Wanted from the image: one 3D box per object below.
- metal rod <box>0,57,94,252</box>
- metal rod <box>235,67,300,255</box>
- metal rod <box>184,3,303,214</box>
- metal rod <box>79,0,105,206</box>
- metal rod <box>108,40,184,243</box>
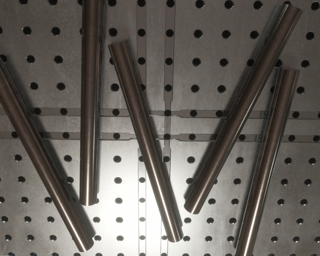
[{"bbox_3d":[-0.161,0.050,0.429,0.025,0.025,0.298,-17,110,6],"label":"metal rod"},{"bbox_3d":[0.147,0.065,0.439,0.025,0.025,0.298,6,110,-3],"label":"metal rod"},{"bbox_3d":[0.101,-0.011,0.410,0.025,0.025,0.298,20,109,-8],"label":"metal rod"},{"bbox_3d":[-0.089,-0.033,0.400,0.025,0.025,0.298,5,110,-3],"label":"metal rod"},{"bbox_3d":[-0.014,0.032,0.424,0.025,0.025,0.298,-14,110,5],"label":"metal rod"}]
